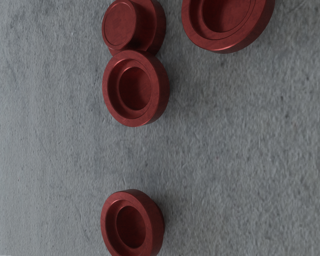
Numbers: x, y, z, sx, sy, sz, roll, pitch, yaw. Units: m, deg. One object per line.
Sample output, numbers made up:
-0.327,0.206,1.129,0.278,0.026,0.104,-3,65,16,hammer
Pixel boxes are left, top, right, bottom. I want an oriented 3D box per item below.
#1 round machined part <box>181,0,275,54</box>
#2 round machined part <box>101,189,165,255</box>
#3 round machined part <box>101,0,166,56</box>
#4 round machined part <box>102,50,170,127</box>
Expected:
0.075,-0.128,0.331,0.098,0.042,0.097,0,90,39,round machined part
-0.033,0.131,0.419,0.098,0.042,0.097,0,90,39,round machined part
-0.043,-0.138,0.427,0.098,0.042,0.097,0,90,39,round machined part
-0.027,-0.052,0.407,0.098,0.042,0.097,8,104,35,round machined part
